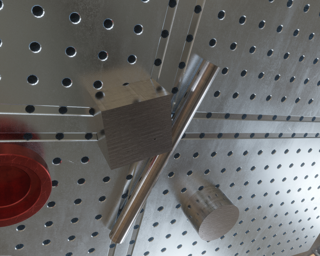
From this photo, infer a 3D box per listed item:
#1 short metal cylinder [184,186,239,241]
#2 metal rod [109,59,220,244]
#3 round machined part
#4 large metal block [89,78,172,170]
[{"bbox_3d":[0.089,0.148,0.538,0.081,0.050,0.079,-14,125,-21],"label":"short metal cylinder"},{"bbox_3d":[0.000,0.043,0.439,0.025,0.025,0.298,16,110,-35],"label":"metal rod"},{"bbox_3d":[-0.174,0.058,0.342,0.099,0.042,0.097,-14,125,-21],"label":"round machined part"},{"bbox_3d":[-0.033,-0.006,0.374,0.081,0.050,0.079,-16,125,-20],"label":"large metal block"}]
